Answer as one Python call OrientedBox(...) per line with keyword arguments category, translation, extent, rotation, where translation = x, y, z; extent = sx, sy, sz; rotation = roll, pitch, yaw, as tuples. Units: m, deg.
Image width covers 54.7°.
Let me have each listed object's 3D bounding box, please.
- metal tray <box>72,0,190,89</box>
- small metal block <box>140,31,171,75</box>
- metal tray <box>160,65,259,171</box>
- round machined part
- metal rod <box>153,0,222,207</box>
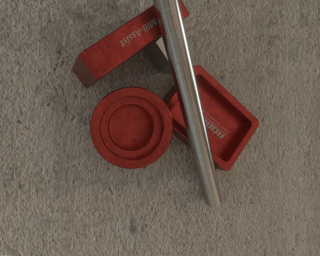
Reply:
OrientedBox(category="metal tray", translation=(-0.037, -0.099, 0.362), extent=(0.131, 0.090, 0.030), rotation=(-39, 103, -16))
OrientedBox(category="small metal block", translation=(0.006, -0.096, 0.395), extent=(0.025, 0.050, 0.050), rotation=(-44, 119, -12))
OrientedBox(category="metal tray", translation=(0.067, -0.013, 0.434), extent=(0.130, 0.030, 0.090), rotation=(40, 77, -16))
OrientedBox(category="round machined part", translation=(-0.037, -0.001, 0.385), extent=(0.099, 0.042, 0.097), rotation=(-1, 93, -14))
OrientedBox(category="metal rod", translation=(0.038, -0.021, 0.369), extent=(0.025, 0.025, 0.298), rotation=(-28, 121, -18))
